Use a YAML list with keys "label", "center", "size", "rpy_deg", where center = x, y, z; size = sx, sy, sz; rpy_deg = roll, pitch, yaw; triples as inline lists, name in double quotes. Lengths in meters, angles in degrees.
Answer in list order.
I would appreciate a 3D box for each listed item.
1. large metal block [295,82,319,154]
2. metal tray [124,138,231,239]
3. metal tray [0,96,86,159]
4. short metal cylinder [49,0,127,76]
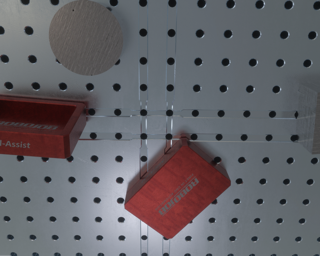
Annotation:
- label: "large metal block"
  center: [0.227, -0.016, 0.396]
  size: [0.080, 0.050, 0.079]
  rpy_deg: [-5, 110, 1]
- label: "metal tray"
  center: [0.024, 0.088, 0.444]
  size: [0.090, 0.030, 0.130]
  rpy_deg: [40, 105, -14]
- label: "metal tray"
  center: [-0.164, -0.004, 0.373]
  size: [0.131, 0.090, 0.030]
  rpy_deg: [5, 118, -2]
- label: "short metal cylinder"
  center: [-0.080, -0.105, 0.360]
  size: [0.081, 0.050, 0.079]
  rpy_deg: [0, 110, 0]
